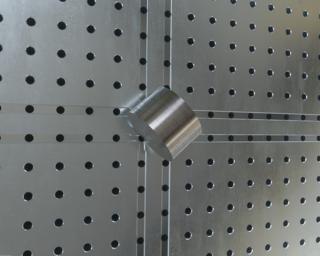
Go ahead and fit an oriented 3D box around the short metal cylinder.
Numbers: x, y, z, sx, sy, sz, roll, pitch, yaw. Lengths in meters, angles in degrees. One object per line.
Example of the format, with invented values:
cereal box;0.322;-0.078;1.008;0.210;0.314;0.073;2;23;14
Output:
short metal cylinder;0.005;-0.005;0.386;0.050;0.080;0.080;-42;104;-15
